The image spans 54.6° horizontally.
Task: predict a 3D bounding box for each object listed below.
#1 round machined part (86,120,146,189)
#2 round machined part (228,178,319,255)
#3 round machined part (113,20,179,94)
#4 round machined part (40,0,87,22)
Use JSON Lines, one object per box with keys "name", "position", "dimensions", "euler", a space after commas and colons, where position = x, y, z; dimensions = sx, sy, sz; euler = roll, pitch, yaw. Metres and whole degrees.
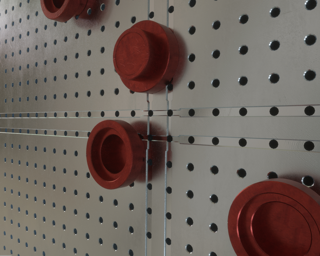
{"name": "round machined part", "position": [-0.060, 0.037, 0.449], "dimensions": [0.098, 0.042, 0.097], "euler": [0, 90, 40]}
{"name": "round machined part", "position": [0.119, 0.097, 0.300], "dimensions": [0.098, 0.042, 0.097], "euler": [0, 90, 40]}
{"name": "round machined part", "position": [-0.026, -0.097, 0.421], "dimensions": [0.098, 0.042, 0.097], "euler": [0, 90, 40]}
{"name": "round machined part", "position": [-0.161, -0.231, 0.533], "dimensions": [0.098, 0.042, 0.097], "euler": [0, 90, 40]}
